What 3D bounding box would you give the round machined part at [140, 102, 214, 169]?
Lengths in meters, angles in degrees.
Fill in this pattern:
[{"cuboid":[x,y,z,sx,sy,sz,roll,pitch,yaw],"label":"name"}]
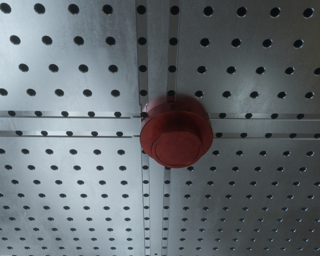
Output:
[{"cuboid":[0.022,0.016,0.414,0.099,0.042,0.097,0,130,0],"label":"round machined part"}]
